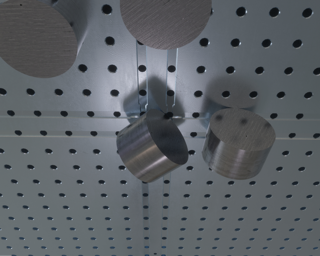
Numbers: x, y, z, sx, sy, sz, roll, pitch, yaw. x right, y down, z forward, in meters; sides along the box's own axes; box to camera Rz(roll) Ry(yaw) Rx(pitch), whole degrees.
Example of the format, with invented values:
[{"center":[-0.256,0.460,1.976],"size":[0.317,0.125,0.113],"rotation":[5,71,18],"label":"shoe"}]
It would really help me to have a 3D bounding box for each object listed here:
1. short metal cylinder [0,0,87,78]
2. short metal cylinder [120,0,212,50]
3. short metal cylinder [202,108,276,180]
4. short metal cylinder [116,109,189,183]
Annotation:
[{"center":[-0.119,-0.098,0.311],"size":[0.081,0.050,0.079],"rotation":[0,130,0],"label":"short metal cylinder"},{"center":[0.005,-0.122,0.291],"size":[0.081,0.050,0.079],"rotation":[0,130,0],"label":"short metal cylinder"},{"center":[0.098,0.019,0.392],"size":[0.081,0.080,0.050],"rotation":[4,130,-4],"label":"short metal cylinder"},{"center":[-0.008,0.022,0.394],"size":[0.050,0.080,0.080],"rotation":[-34,122,25],"label":"short metal cylinder"}]
